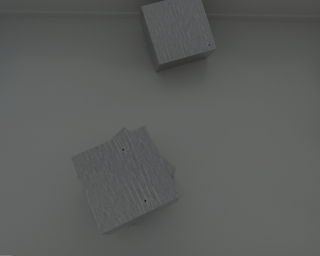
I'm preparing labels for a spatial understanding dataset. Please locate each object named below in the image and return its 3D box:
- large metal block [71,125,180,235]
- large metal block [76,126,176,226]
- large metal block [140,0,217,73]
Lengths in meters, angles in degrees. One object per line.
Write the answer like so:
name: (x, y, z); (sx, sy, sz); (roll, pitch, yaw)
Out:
large metal block: (-0.034, 0.055, 0.323); (0.080, 0.050, 0.080); (-24, 72, -9)
large metal block: (-0.038, 0.059, 0.374); (0.080, 0.050, 0.080); (38, 74, 12)
large metal block: (0.023, -0.131, 0.432); (0.081, 0.050, 0.080); (-17, 90, -6)
